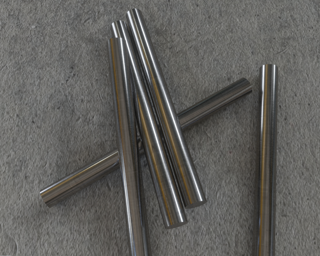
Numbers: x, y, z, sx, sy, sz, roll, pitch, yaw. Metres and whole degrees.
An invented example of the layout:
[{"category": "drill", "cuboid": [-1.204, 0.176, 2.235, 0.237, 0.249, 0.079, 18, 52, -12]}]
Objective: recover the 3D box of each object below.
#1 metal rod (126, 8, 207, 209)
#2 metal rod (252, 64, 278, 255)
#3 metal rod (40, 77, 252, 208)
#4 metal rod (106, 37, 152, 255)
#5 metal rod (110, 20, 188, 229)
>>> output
[{"category": "metal rod", "cuboid": [0.000, -0.044, 0.402, 0.025, 0.025, 0.299, -14, 63, -5]}, {"category": "metal rod", "cuboid": [0.133, 0.055, 0.388, 0.025, 0.025, 0.299, 8, 70, 3]}, {"category": "metal rod", "cuboid": [-0.009, 0.014, 0.402, 0.301, 0.025, 0.025, -29, 73, -10]}, {"category": "metal rod", "cuboid": [-0.036, 0.036, 0.369, 0.025, 0.025, 0.299, -7, 80, -3]}, {"category": "metal rod", "cuboid": [-0.022, -0.024, 0.394, 0.025, 0.025, 0.299, -15, 62, -5]}]
